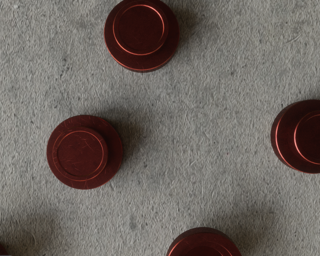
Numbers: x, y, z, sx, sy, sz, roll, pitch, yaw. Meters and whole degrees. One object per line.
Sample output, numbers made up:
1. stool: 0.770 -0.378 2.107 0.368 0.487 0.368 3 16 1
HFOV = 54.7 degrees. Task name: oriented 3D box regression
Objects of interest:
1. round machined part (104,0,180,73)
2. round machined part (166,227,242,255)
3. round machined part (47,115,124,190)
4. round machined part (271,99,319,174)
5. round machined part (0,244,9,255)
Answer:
1. round machined part: -0.024 -0.123 0.401 0.099 0.042 0.097 0 90 0
2. round machined part: 0.055 0.177 0.402 0.099 0.042 0.097 0 90 0
3. round machined part: -0.098 0.031 0.401 0.099 0.042 0.097 0 90 0
4. round machined part: 0.200 0.011 0.403 0.099 0.042 0.097 0 90 0
5. round machined part: -0.240 0.184 0.400 0.099 0.042 0.097 0 90 0
